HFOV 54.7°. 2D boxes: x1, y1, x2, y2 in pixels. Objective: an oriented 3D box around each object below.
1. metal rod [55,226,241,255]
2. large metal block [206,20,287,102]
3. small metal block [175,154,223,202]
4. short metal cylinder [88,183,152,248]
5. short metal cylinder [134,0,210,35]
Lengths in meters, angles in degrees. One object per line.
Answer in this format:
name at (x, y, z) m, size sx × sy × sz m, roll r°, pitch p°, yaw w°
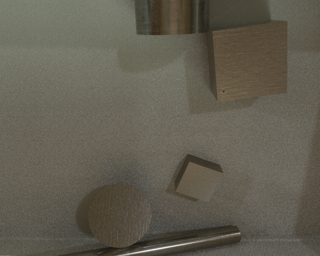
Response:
metal rod at (-0.029, 0.172, 0.433) m, size 0.302 × 0.025 × 0.025 m, roll -4°, pitch 111°, yaw -15°
large metal block at (0.102, -0.081, 0.370) m, size 0.080 × 0.050 × 0.079 m, roll -7°, pitch 110°, yaw 2°
small metal block at (0.054, 0.071, 0.438) m, size 0.050 × 0.025 × 0.050 m, roll 20°, pitch 109°, yaw -8°
short metal cylinder at (-0.053, 0.118, 0.421) m, size 0.081 × 0.050 × 0.080 m, roll 2°, pitch 73°, yaw -6°
short metal cylinder at (0.013, -0.129, 0.335) m, size 0.081 × 0.080 × 0.050 m, roll -2°, pitch 110°, yaw 0°
